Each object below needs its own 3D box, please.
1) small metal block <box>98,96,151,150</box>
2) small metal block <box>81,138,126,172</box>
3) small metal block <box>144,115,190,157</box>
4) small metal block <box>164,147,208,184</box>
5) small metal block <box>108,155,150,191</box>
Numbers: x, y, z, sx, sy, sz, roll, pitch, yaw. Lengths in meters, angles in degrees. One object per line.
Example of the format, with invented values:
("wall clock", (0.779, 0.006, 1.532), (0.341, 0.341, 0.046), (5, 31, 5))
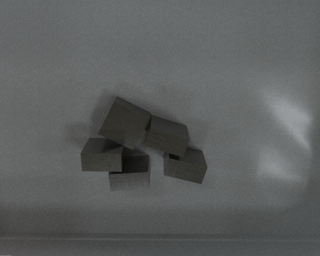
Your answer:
("small metal block", (-0.046, -0.006, 0.408), (0.050, 0.025, 0.050), (26, 108, -10))
("small metal block", (-0.073, 0.035, 0.410), (0.050, 0.050, 0.025), (1, 111, 0))
("small metal block", (0.009, 0.009, 0.401), (0.050, 0.050, 0.025), (18, 109, -7))
("small metal block", (0.032, 0.046, 0.415), (0.050, 0.050, 0.025), (14, 110, -5))
("small metal block", (-0.040, 0.060, 0.420), (0.050, 0.050, 0.025), (-4, 110, 1))
